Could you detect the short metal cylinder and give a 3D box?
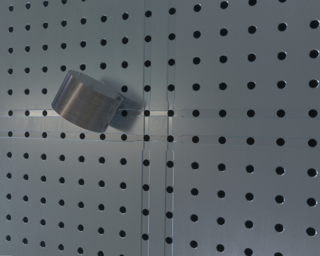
[{"bbox_3d":[-0.097,-0.036,0.418,0.080,0.080,0.050,34,101,17],"label":"short metal cylinder"}]
